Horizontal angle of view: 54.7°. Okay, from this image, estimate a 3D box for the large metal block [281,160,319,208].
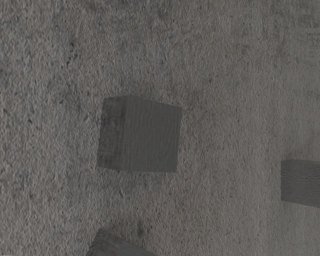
[{"bbox_3d":[0.290,0.106,0.611,0.050,0.080,0.079,-1,91,-40],"label":"large metal block"}]

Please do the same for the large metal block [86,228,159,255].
[{"bbox_3d":[-0.045,0.172,0.351,0.080,0.050,0.080,39,66,-33],"label":"large metal block"}]

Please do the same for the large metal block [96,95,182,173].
[{"bbox_3d":[-0.023,0.009,0.368,0.081,0.050,0.080,9,84,-40],"label":"large metal block"}]
